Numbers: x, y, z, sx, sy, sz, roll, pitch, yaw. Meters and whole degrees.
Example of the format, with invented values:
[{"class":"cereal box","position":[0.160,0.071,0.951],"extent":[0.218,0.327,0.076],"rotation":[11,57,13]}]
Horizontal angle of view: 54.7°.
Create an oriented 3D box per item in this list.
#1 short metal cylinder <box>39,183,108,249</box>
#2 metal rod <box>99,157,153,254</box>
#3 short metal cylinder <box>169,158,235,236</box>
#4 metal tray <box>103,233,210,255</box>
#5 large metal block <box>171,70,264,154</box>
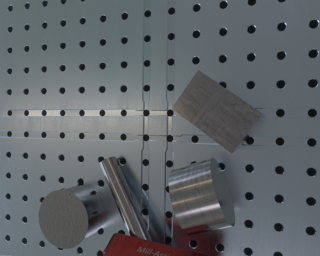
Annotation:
[{"class":"short metal cylinder","position":[-0.123,0.124,0.443],"extent":[0.080,0.050,0.080],"rotation":[0,90,20]},{"class":"metal rod","position":[-0.010,0.173,0.392],"extent":[0.025,0.025,0.299],"rotation":[-33,71,17]},{"class":"short metal cylinder","position":[0.051,0.080,0.365],"extent":[0.050,0.080,0.080],"rotation":[-20,84,19]},{"class":"metal tray","position":[0.001,0.184,0.386],"extent":[0.130,0.030,0.089],"rotation":[6,125,19]},{"class":"large metal block","position":[0.071,-0.018,0.358],"extent":[0.080,0.080,0.050],"rotation":[38,102,16]}]
